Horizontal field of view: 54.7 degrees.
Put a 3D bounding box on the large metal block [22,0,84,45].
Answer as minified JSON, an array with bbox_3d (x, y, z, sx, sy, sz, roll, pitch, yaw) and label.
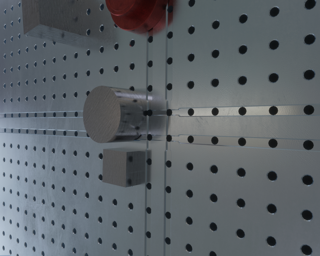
[{"bbox_3d":[-0.181,-0.195,0.523,0.050,0.081,0.080,-10,84,39],"label":"large metal block"}]

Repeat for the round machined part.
[{"bbox_3d":[-0.039,-0.185,0.430,0.098,0.042,0.097,0,90,40],"label":"round machined part"}]

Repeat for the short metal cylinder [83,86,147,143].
[{"bbox_3d":[-0.066,-0.019,0.448,0.080,0.050,0.079,0,90,40],"label":"short metal cylinder"}]

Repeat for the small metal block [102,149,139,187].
[{"bbox_3d":[-0.058,0.057,0.458,0.050,0.025,0.050,3,92,40],"label":"small metal block"}]
